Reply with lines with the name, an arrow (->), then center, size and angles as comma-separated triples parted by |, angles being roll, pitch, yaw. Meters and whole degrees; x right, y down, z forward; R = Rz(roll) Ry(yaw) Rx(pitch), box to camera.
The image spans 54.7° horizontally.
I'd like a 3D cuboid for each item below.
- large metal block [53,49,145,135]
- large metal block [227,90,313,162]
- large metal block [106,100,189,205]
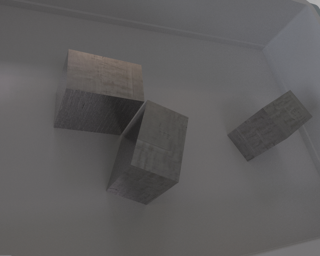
large metal block -> -0.072, -0.036, 0.353 | 0.081, 0.080, 0.050 | 8, 59, -24
large metal block -> 0.161, -0.003, 0.459 | 0.081, 0.080, 0.050 | -28, 77, -37
large metal block -> -0.014, 0.030, 0.344 | 0.050, 0.080, 0.080 | 23, 53, -15
